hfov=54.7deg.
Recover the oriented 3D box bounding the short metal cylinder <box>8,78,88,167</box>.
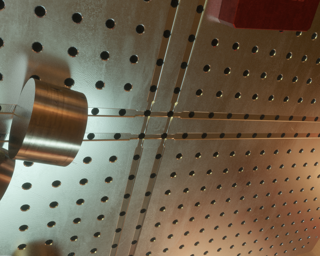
[{"bbox_3d":[-0.113,-0.004,0.311,0.050,0.080,0.080,16,110,-35],"label":"short metal cylinder"}]

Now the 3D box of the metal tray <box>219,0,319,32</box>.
[{"bbox_3d":[0.143,-0.169,0.381,0.131,0.030,0.089,-6,121,-25],"label":"metal tray"}]

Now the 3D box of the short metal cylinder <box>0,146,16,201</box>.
[{"bbox_3d":[-0.189,0.048,0.302,0.080,0.080,0.050,-48,129,5],"label":"short metal cylinder"}]
